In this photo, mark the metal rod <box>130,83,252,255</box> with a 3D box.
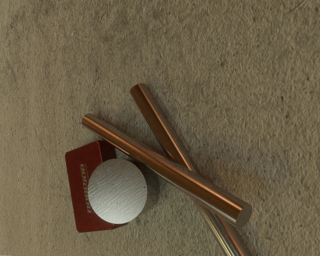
[{"bbox_3d":[0.041,0.065,0.369,0.025,0.025,0.299,-45,63,30],"label":"metal rod"}]

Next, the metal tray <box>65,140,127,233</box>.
[{"bbox_3d":[-0.101,0.092,0.483,0.090,0.030,0.129,-20,78,38],"label":"metal tray"}]

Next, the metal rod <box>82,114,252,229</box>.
[{"bbox_3d":[-0.018,0.035,0.392,0.300,0.025,0.025,26,106,45],"label":"metal rod"}]

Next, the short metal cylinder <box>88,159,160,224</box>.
[{"bbox_3d":[-0.046,0.080,0.407,0.080,0.050,0.080,-2,85,17],"label":"short metal cylinder"}]
